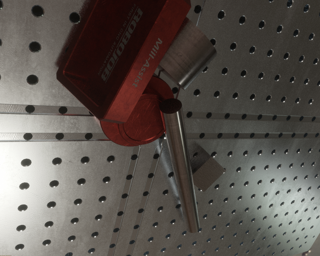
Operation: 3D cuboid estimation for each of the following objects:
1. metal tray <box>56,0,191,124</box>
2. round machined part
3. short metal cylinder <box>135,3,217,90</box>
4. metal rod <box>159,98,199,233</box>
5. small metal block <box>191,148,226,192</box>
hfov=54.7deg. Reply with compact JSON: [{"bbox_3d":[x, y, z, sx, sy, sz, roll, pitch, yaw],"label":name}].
[{"bbox_3d":[-0.040,-0.081,0.294,0.030,0.090,0.129,11,114,-54],"label":"metal tray"},{"bbox_3d":[-0.025,-0.019,0.377,0.099,0.042,0.097,-14,124,-21],"label":"round machined part"},{"bbox_3d":[0.014,-0.086,0.332,0.050,0.080,0.080,-48,129,5],"label":"short metal cylinder"},{"bbox_3d":[0.035,0.076,0.448,0.025,0.025,0.299,-26,138,-12],"label":"metal rod"},{"bbox_3d":[0.069,0.068,0.493,0.050,0.025,0.050,-45,130,3],"label":"small metal block"}]
